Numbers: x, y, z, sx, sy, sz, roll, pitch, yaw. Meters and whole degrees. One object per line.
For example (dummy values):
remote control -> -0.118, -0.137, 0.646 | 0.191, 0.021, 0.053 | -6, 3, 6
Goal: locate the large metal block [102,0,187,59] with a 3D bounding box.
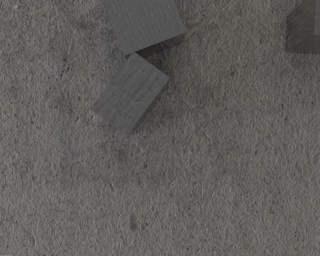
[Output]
large metal block -> -0.020, -0.138, 0.397 | 0.080, 0.050, 0.080 | -21, 90, 0

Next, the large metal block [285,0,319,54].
large metal block -> 0.212, -0.126, 0.384 | 0.080, 0.080, 0.050 | 3, 90, 0

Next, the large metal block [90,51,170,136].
large metal block -> -0.033, -0.039, 0.382 | 0.050, 0.080, 0.080 | 37, 90, 0
